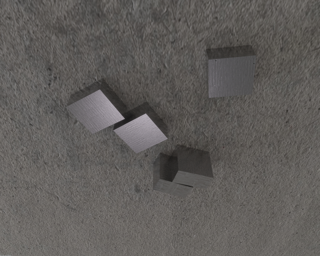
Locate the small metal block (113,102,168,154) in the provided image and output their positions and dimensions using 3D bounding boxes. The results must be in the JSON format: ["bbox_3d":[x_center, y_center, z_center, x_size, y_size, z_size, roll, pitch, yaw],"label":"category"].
[{"bbox_3d":[-0.024,0.001,0.407,0.050,0.025,0.050,-26,126,20],"label":"small metal block"}]

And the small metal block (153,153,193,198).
[{"bbox_3d":[0.018,0.068,0.449,0.050,0.050,0.025,17,128,-15],"label":"small metal block"}]

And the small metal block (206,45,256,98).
[{"bbox_3d":[0.079,-0.064,0.353,0.050,0.025,0.050,-5,130,4],"label":"small metal block"}]

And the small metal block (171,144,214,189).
[{"bbox_3d":[0.044,0.054,0.437,0.050,0.050,0.025,14,129,-12],"label":"small metal block"}]

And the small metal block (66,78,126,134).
[{"bbox_3d":[-0.078,-0.026,0.384,0.050,0.025,0.050,-24,126,19],"label":"small metal block"}]
